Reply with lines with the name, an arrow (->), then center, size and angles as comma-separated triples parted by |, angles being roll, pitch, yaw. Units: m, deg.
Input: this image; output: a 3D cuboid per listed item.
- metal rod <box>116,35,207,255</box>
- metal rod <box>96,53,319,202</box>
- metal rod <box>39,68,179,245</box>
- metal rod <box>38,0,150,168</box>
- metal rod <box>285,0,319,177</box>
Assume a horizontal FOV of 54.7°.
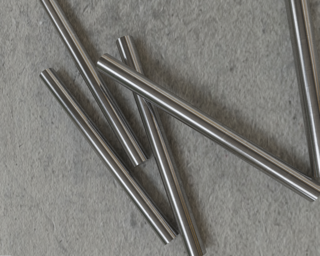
metal rod -> -0.001, 0.020, 0.408 | 0.025, 0.025, 0.299 | -21, 83, 18
metal rod -> 0.051, -0.006, 0.374 | 0.301, 0.025, 0.025 | 32, 101, 10
metal rod -> -0.077, 0.031, 0.434 | 0.025, 0.025, 0.300 | -43, 77, 15
metal rod -> -0.100, -0.079, 0.442 | 0.025, 0.025, 0.299 | -34, 79, 16
metal rod -> 0.163, -0.095, 0.351 | 0.025, 0.025, 0.298 | -9, 87, 19
